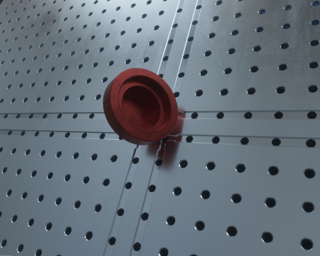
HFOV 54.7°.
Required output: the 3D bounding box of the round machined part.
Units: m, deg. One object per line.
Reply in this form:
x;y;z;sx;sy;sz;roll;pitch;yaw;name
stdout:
-0.028;-0.025;0.401;0.042;0.099;0.098;-27;44;52;round machined part
